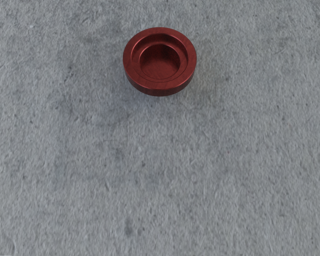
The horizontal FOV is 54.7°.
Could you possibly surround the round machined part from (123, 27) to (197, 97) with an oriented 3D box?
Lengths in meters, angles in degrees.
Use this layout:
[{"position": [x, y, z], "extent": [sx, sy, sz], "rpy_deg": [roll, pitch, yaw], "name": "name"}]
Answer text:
[{"position": [0.000, -0.087, 0.431], "extent": [0.099, 0.042, 0.098], "rpy_deg": [0, 70, -1], "name": "round machined part"}]
